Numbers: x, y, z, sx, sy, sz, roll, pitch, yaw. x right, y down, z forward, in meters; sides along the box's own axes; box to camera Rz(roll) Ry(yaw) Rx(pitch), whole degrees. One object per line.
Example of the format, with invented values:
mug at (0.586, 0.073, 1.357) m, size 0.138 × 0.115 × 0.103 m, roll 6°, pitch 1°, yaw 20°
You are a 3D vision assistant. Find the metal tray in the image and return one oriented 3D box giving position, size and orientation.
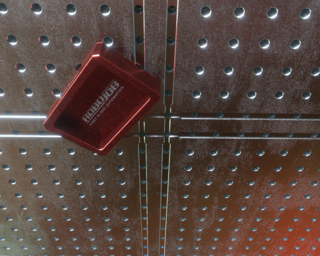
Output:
metal tray at (-0.072, -0.028, 0.382) m, size 0.090 × 0.030 × 0.129 m, roll 31°, pitch 123°, yaw -24°
